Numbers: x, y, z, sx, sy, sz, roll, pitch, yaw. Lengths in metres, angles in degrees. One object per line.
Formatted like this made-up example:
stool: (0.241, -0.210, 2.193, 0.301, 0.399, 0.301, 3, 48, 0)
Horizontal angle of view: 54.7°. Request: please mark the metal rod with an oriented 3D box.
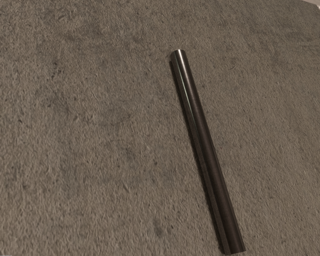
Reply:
metal rod: (0.059, 0.016, 0.427, 0.025, 0.025, 0.299, 2, 61, -28)
